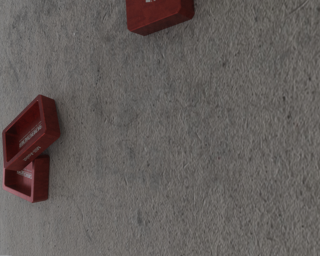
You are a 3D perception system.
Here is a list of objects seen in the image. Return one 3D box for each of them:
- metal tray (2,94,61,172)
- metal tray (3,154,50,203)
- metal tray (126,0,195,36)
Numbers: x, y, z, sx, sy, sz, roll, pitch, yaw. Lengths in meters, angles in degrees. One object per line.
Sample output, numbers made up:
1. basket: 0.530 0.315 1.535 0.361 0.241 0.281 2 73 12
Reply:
1. metal tray: -0.242 0.010 0.575 0.130 0.030 0.090 -37 55 23
2. metal tray: -0.274 0.091 0.627 0.130 0.030 0.089 6 94 39
3. metal tray: -0.004 -0.197 0.405 0.090 0.030 0.129 -6 86 39
